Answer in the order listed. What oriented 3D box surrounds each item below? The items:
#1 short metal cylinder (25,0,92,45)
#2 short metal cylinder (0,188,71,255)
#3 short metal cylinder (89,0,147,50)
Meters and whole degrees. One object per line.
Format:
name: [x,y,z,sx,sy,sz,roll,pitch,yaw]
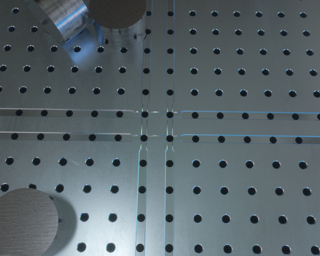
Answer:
short metal cylinder: [-0.145,-0.167,0.442,0.080,0.080,0.050,42,76,14]
short metal cylinder: [-0.150,0.113,0.356,0.081,0.050,0.080,0,70,0]
short metal cylinder: [-0.060,-0.164,0.458,0.081,0.050,0.080,0,70,0]
